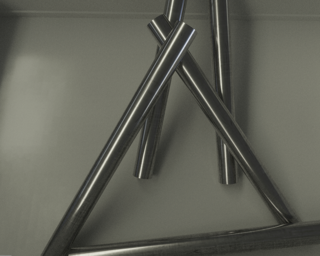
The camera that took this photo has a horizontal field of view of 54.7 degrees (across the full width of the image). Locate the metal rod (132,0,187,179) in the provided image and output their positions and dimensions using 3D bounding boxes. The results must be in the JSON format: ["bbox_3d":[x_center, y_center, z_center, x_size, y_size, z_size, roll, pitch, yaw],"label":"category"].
[{"bbox_3d":[0.006,-0.085,0.375,0.025,0.025,0.298,12,96,4],"label":"metal rod"}]

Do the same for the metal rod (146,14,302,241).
[{"bbox_3d":[0.080,0.004,0.356,0.025,0.025,0.299,-35,94,-12],"label":"metal rod"}]

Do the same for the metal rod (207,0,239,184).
[{"bbox_3d":[0.075,-0.081,0.374,0.025,0.025,0.298,-5,95,-2],"label":"metal rod"}]

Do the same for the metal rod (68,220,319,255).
[{"bbox_3d":[0.049,0.130,0.345,0.302,0.025,0.025,-8,70,3],"label":"metal rod"}]

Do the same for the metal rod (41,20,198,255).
[{"bbox_3d":[-0.049,0.023,0.338,0.025,0.025,0.299,32,97,11],"label":"metal rod"}]
